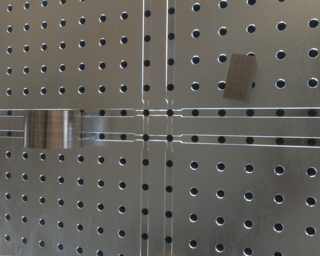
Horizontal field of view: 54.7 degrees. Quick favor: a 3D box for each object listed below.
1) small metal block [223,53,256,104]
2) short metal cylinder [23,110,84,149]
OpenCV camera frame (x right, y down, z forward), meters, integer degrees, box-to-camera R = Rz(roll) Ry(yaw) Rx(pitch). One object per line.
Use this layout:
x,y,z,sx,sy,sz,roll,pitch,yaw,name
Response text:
0.096,-0.056,0.366,0.025,0.050,0.050,12,94,19,small metal block
-0.148,0.001,0.436,0.080,0.080,0.050,2,91,20,short metal cylinder
